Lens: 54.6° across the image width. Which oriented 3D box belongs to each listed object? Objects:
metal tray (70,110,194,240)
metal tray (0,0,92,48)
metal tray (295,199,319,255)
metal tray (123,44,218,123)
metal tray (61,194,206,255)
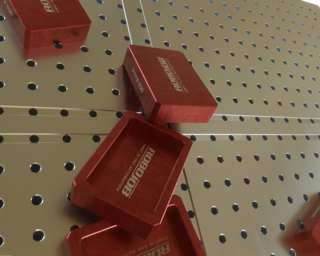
[{"bbox_3d":[-0.024,0.043,0.339,0.090,0.030,0.130,26,41,3],"label":"metal tray"},{"bbox_3d":[-0.164,-0.175,0.423,0.091,0.030,0.130,-22,73,-36],"label":"metal tray"},{"bbox_3d":[0.263,0.153,0.452,0.131,0.030,0.090,-30,78,-38],"label":"metal tray"},{"bbox_3d":[0.011,-0.062,0.425,0.091,0.030,0.130,0,45,-28],"label":"metal tray"},{"bbox_3d":[-0.021,0.130,0.313,0.131,0.030,0.090,-11,68,-33],"label":"metal tray"}]
